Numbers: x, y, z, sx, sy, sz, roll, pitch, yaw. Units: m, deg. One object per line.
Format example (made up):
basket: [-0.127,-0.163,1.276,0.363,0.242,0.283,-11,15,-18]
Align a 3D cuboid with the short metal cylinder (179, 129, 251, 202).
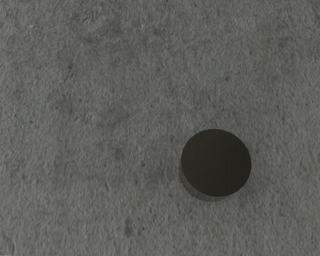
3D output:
short metal cylinder: [0.064,0.047,0.379,0.081,0.050,0.080,0,70,0]
